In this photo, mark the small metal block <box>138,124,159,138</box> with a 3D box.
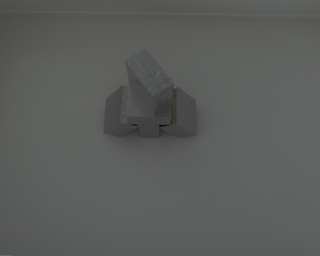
[{"bbox_3d":[-0.013,-0.019,0.401,0.025,0.050,0.050,1,70,0],"label":"small metal block"}]

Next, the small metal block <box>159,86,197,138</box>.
[{"bbox_3d":[0.024,-0.019,0.399,0.025,0.050,0.050,-13,66,32],"label":"small metal block"}]

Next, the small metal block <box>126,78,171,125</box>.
[{"bbox_3d":[-0.012,-0.032,0.365,0.050,0.025,0.050,1,70,0],"label":"small metal block"}]

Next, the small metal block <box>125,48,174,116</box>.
[{"bbox_3d":[-0.011,-0.048,0.331,0.025,0.050,0.050,-34,73,-11],"label":"small metal block"}]

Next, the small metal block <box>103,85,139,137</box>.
[{"bbox_3d":[-0.049,-0.021,0.398,0.025,0.050,0.050,13,66,-31],"label":"small metal block"}]
